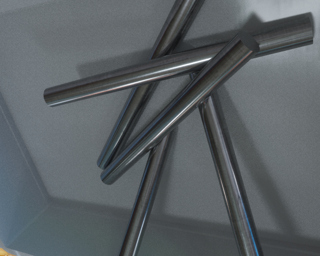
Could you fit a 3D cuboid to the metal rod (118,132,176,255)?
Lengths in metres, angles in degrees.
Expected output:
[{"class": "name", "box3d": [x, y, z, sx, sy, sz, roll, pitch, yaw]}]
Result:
[{"class": "metal rod", "box3d": [-0.035, 0.145, 0.414, 0.025, 0.025, 0.298, 18, 92, 17]}]

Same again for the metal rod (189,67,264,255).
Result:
[{"class": "metal rod", "box3d": [0.083, 0.078, 0.337, 0.025, 0.025, 0.298, -18, 85, 34]}]

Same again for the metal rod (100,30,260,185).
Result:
[{"class": "metal rod", "box3d": [-0.001, 0.000, 0.371, 0.025, 0.025, 0.298, 44, 133, -3]}]

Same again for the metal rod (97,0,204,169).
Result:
[{"class": "metal rod", "box3d": [-0.025, -0.042, 0.394, 0.025, 0.025, 0.298, 36, 129, 4]}]

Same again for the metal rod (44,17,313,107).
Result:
[{"class": "metal rod", "box3d": [-0.001, -0.064, 0.337, 0.301, 0.025, 0.025, -10, 114, 21]}]
